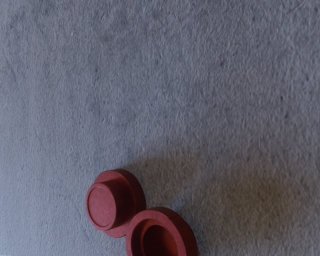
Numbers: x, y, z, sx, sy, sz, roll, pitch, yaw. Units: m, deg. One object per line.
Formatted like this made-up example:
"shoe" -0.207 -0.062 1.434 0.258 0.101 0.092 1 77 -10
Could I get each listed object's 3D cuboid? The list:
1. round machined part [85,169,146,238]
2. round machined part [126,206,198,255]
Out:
"round machined part" -0.071 0.110 0.450 0.098 0.042 0.097 0 90 39
"round machined part" 0.006 0.147 0.387 0.098 0.042 0.097 0 90 39
